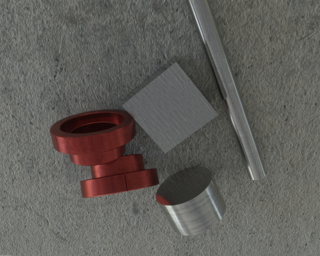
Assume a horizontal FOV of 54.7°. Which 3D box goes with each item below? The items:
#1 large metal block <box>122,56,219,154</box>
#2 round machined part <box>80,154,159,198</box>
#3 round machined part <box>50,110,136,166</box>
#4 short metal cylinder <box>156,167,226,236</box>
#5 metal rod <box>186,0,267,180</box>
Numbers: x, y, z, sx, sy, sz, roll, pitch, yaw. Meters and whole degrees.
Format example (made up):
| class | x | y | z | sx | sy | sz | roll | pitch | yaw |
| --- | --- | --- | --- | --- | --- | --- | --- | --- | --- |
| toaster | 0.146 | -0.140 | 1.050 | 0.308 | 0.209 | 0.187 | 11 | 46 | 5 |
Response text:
| class | x | y | z | sx | sy | sz | roll | pitch | yaw |
| --- | --- | --- | --- | --- | --- | --- | --- | --- | --- |
| large metal block | 0.012 | -0.030 | 0.386 | 0.080 | 0.050 | 0.080 | -37 | 106 | 12 |
| round machined part | -0.053 | 0.059 | 0.399 | 0.099 | 0.098 | 0.042 | -10 | 82 | 4 |
| round machined part | -0.078 | 0.012 | 0.375 | 0.099 | 0.098 | 0.042 | -5 | 110 | 2 |
| short metal cylinder | 0.042 | 0.096 | 0.416 | 0.080 | 0.080 | 0.050 | -24 | 109 | 8 |
| metal rod | 0.080 | -0.064 | 0.386 | 0.025 | 0.025 | 0.299 | -21 | 109 | 7 |
